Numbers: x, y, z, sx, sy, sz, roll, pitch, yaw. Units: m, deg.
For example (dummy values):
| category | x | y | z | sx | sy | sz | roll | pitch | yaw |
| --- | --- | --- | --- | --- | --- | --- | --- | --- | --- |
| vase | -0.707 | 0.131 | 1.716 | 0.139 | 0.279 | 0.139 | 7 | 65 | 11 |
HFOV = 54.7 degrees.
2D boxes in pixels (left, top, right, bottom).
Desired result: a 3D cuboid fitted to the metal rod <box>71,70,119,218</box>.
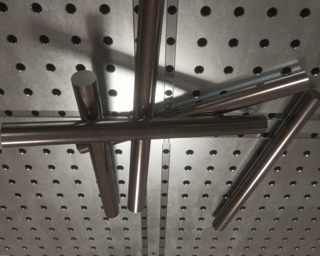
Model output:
| category | x | y | z | sx | sy | sz | roll | pitch | yaw |
| --- | --- | --- | --- | --- | --- | --- | --- | --- | --- |
| metal rod | -0.079 | 0.047 | 0.421 | 0.025 | 0.025 | 0.298 | 1 | 139 | -1 |

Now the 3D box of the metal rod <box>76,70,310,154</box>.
| category | x | y | z | sx | sy | sz | roll | pitch | yaw |
| --- | --- | --- | --- | --- | --- | --- | --- | --- | --- |
| metal rod | 0.031 | -0.016 | 0.398 | 0.301 | 0.025 | 0.025 | -16 | 129 | 12 |

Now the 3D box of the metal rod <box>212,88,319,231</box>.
| category | x | y | z | sx | sy | sz | roll | pitch | yaw |
| --- | --- | --- | --- | --- | --- | --- | --- | --- | --- |
| metal rod | 0.148 | 0.067 | 0.471 | 0.025 | 0.025 | 0.298 | 12 | 129 | -11 |

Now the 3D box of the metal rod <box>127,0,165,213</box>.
| category | x | y | z | sx | sy | sz | roll | pitch | yaw |
| --- | --- | --- | --- | --- | --- | --- | --- | --- | --- |
| metal rod | -0.021 | -0.012 | 0.372 | 0.025 | 0.025 | 0.298 | 4 | 122 | -4 |

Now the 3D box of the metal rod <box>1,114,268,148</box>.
| category | x | y | z | sx | sy | sz | roll | pitch | yaw |
| --- | --- | --- | --- | --- | --- | --- | --- | --- | --- |
| metal rod | -0.011 | 0.001 | 0.352 | 0.303 | 0.025 | 0.025 | -2 | 132 | -19 |
